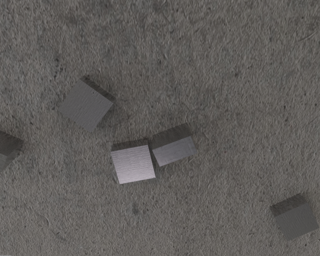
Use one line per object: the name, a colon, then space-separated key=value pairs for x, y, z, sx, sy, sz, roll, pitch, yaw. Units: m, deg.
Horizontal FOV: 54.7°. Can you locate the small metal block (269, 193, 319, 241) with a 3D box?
small metal block: x=0.199 y=0.133 z=0.460 sx=0.050 sy=0.025 sz=0.050 roll=-28 pitch=108 yaw=9

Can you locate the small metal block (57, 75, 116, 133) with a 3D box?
small metal block: x=-0.093 y=-0.031 z=0.397 sx=0.050 sy=0.025 sz=0.050 roll=36 pitch=106 yaw=-13

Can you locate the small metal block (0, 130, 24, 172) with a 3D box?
small metal block: x=-0.216 y=0.026 z=0.404 sx=0.050 sy=0.050 sz=0.025 roll=26 pitch=108 yaw=-9

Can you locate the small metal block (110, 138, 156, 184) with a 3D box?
small metal block: x=-0.036 y=0.045 z=0.426 sx=0.050 sy=0.025 sz=0.050 roll=-11 pitch=110 yaw=4

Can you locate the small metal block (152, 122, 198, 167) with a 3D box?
small metal block: x=0.018 y=0.020 z=0.404 sx=0.050 sy=0.050 sz=0.025 roll=-21 pitch=109 yaw=7
